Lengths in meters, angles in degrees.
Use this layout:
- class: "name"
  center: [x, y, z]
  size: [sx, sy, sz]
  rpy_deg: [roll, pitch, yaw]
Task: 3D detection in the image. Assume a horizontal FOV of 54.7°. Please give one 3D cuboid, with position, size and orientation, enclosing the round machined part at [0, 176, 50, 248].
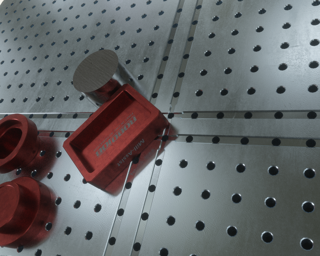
- class: "round machined part"
  center: [-0.207, 0.114, 0.434]
  size: [0.098, 0.042, 0.098]
  rpy_deg: [-13, 56, 20]

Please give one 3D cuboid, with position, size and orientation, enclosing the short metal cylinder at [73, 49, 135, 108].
- class: "short metal cylinder"
  center: [-0.087, -0.075, 0.481]
  size: [0.080, 0.050, 0.080]
  rpy_deg: [-13, 56, 20]

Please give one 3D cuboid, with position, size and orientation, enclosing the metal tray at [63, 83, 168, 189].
- class: "metal tray"
  center: [-0.064, 0.008, 0.431]
  size: [0.130, 0.030, 0.090]
  rpy_deg: [-45, 51, -3]

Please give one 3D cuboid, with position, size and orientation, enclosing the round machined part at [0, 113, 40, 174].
- class: "round machined part"
  center: [-0.237, 0.028, 0.501]
  size: [0.098, 0.042, 0.098]
  rpy_deg: [-13, 56, 20]
